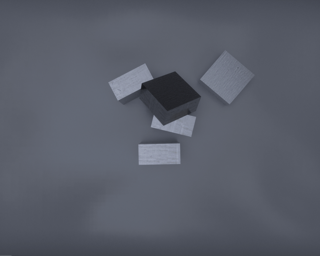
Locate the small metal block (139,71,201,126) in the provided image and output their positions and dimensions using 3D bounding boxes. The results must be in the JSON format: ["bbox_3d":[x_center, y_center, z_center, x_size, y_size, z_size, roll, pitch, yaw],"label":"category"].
[{"bbox_3d":[0.012,-0.036,0.370,0.050,0.025,0.050,-25,59,-29],"label":"small metal block"}]

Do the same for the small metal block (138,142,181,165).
[{"bbox_3d":[-0.001,0.031,0.399,0.050,0.050,0.025,-1,90,0],"label":"small metal block"}]

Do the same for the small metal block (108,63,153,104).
[{"bbox_3d":[-0.034,-0.055,0.398,0.050,0.050,0.025,-28,88,0],"label":"small metal block"}]

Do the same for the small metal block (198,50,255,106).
[{"bbox_3d":[0.087,-0.066,0.412,0.050,0.025,0.050,40,90,0],"label":"small metal block"}]

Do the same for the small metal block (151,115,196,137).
[{"bbox_3d":[0.016,-0.008,0.399,0.050,0.050,0.025,14,91,0],"label":"small metal block"}]
